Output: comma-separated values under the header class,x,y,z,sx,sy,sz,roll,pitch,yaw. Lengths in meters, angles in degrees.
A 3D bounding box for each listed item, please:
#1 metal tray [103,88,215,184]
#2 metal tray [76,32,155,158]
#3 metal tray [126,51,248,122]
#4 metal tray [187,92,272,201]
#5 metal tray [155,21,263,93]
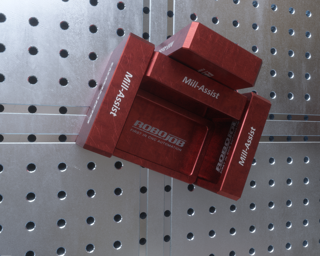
class,x,y,z,sx,sy,sz,roll,pitch,yaw
metal tray,0.000,0.011,0.409,0.131,0.030,0.090,23,82,-19
metal tray,-0.055,-0.035,0.357,0.030,0.090,0.130,23,82,-19
metal tray,0.031,-0.046,0.389,0.131,0.090,0.030,23,83,-19
metal tray,0.088,0.021,0.409,0.030,0.090,0.130,23,83,-19
metal tray,0.045,-0.075,0.372,0.090,0.130,0.030,24,83,-19
